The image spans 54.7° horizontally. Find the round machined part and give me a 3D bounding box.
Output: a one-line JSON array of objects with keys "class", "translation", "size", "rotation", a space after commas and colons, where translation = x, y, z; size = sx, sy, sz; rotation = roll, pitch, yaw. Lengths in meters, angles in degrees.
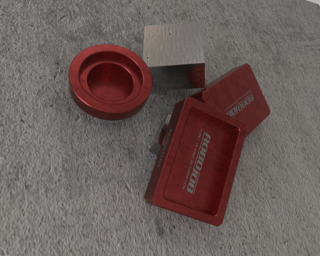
[{"class": "round machined part", "translation": [-0.062, -0.052, 0.384], "size": [0.099, 0.042, 0.098], "rotation": [7, 62, -13]}]

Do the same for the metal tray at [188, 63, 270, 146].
[{"class": "metal tray", "translation": [0.107, -0.032, 0.459], "size": [0.131, 0.030, 0.090], "rotation": [-34, 101, -38]}]

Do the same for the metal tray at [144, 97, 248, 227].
[{"class": "metal tray", "translation": [0.045, 0.040, 0.369], "size": [0.090, 0.030, 0.130], "rotation": [24, 74, -17]}]

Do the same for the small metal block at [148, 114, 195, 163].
[{"class": "small metal block", "translation": [0.019, 0.018, 0.403], "size": [0.050, 0.025, 0.050], "rotation": [31, 52, -9]}]

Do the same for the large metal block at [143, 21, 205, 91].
[{"class": "large metal block", "translation": [0.021, -0.101, 0.438], "size": [0.080, 0.050, 0.080], "rotation": [-3, 58, 6]}]
